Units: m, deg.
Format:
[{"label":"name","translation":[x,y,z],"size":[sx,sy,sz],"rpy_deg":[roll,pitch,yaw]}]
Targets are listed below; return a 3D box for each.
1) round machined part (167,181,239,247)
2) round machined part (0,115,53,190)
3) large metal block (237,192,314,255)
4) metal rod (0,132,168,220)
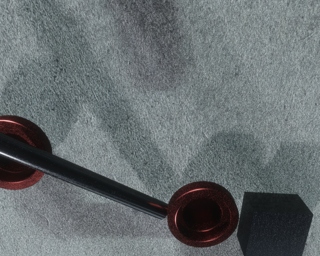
[{"label":"round machined part","translation":[0.059,0.118,0.445],"size":[0.099,0.042,0.097],"rpy_deg":[0,110,0]},{"label":"round machined part","translation":[-0.192,0.029,0.409],"size":[0.099,0.042,0.097],"rpy_deg":[0,110,0]},{"label":"large metal block","translation":[0.163,0.142,0.450],"size":[0.081,0.050,0.079],"rpy_deg":[3,110,-2]},{"label":"metal rod","translation":[-0.114,0.057,0.393],"size":[0.301,0.025,0.025],"rpy_deg":[29,108,-25]}]
